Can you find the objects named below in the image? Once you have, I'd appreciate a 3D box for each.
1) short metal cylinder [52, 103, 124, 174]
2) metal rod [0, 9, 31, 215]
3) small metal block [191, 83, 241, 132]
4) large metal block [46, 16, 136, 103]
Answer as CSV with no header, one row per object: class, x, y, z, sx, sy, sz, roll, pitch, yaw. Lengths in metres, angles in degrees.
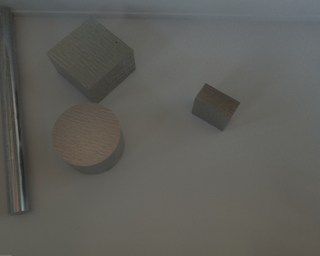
short metal cylinder,-0.087,0.014,0.390,0.081,0.050,0.080,0,70,0
metal rod,-0.202,-0.035,0.419,0.025,0.025,0.299,-12,71,-5
small metal block,0.072,-0.026,0.407,0.050,0.050,0.025,32,73,10
large metal block,-0.092,-0.092,0.429,0.080,0.050,0.080,41,75,13
